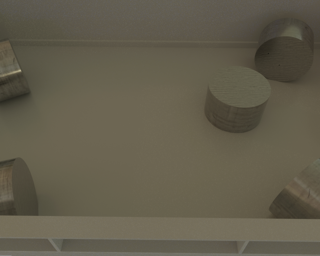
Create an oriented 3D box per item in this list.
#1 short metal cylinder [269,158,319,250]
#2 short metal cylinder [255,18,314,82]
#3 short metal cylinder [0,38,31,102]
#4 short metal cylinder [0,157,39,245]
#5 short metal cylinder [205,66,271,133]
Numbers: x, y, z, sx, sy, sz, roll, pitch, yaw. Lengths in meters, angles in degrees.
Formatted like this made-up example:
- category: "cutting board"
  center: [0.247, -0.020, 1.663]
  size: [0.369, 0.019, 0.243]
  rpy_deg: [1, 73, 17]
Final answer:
- category: "short metal cylinder"
  center: [0.157, 0.074, 0.308]
  size: [0.081, 0.080, 0.050]
  rpy_deg: [-28, 56, -22]
- category: "short metal cylinder"
  center: [0.188, -0.117, 0.469]
  size: [0.080, 0.080, 0.050]
  rpy_deg: [15, 52, 12]
- category: "short metal cylinder"
  center: [-0.223, -0.080, 0.435]
  size: [0.050, 0.080, 0.080]
  rpy_deg: [-22, 54, -17]
- category: "short metal cylinder"
  center: [-0.158, 0.074, 0.306]
  size: [0.050, 0.080, 0.080]
  rpy_deg: [-12, 51, -10]
- category: "short metal cylinder"
  center: [0.104, -0.039, 0.423]
  size: [0.080, 0.050, 0.080]
  rpy_deg: [0, 50, 0]
